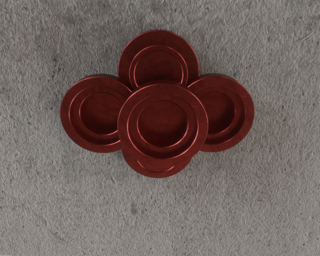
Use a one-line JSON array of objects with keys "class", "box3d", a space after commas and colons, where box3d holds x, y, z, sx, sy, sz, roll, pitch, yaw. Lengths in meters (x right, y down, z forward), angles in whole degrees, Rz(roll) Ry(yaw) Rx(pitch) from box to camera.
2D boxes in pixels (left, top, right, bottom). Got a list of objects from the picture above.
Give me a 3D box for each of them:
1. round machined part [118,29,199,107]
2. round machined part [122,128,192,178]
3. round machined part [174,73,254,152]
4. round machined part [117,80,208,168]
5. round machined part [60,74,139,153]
[{"class": "round machined part", "box3d": [-0.002, -0.068, 0.377, 0.099, 0.042, 0.097, 0, 110, -1]}, {"class": "round machined part", "box3d": [-0.003, 0.024, 0.411, 0.099, 0.042, 0.097, 0, 110, -1]}, {"class": "round machined part", "box3d": [0.065, -0.022, 0.395, 0.099, 0.042, 0.097, 0, 110, -1]}, {"class": "round machined part", "box3d": [0.003, -0.007, 0.354, 0.099, 0.042, 0.097, 0, 111, -1]}, {"class": "round machined part", "box3d": [-0.071, -0.021, 0.393, 0.099, 0.042, 0.097, 0, 110, -1]}]
